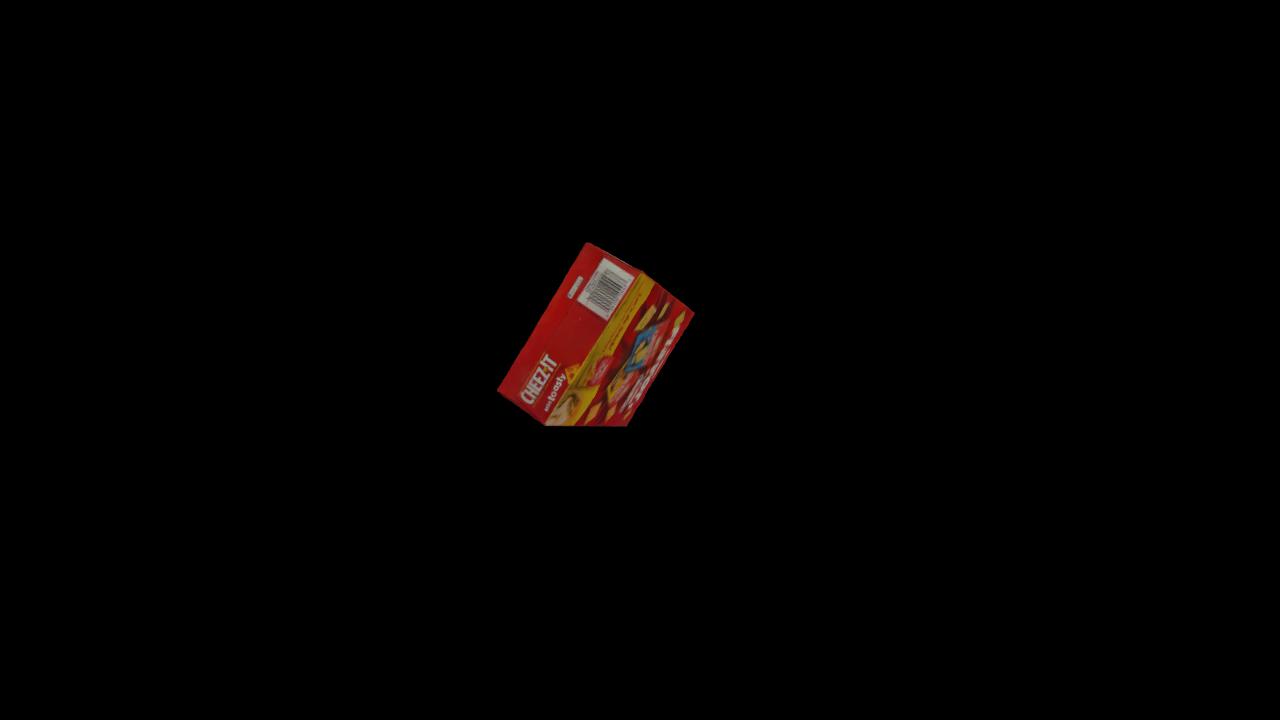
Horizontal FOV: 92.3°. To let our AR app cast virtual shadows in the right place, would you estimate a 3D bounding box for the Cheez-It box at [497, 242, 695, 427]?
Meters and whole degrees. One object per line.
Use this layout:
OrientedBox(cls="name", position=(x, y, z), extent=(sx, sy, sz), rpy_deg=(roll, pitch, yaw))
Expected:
OrientedBox(cls="Cheez-It box", position=(-0.032, -0.014, 0.652), extent=(0.071, 0.166, 0.223), rpy_deg=(34, 6, 19))
